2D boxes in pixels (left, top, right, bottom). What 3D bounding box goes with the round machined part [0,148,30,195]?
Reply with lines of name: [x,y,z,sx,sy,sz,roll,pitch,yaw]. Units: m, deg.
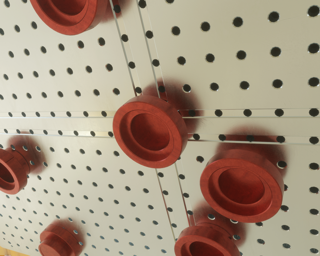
round machined part: [-0.298,0.079,0.608,0.098,0.042,0.097,13,124,21]

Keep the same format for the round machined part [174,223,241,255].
round machined part: [0.075,0.186,0.476,0.098,0.042,0.097,13,124,21]

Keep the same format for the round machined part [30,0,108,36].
round machined part: [-0.101,-0.160,0.355,0.098,0.042,0.097,13,124,21]

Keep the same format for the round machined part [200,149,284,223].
round machined part: [0.103,0.067,0.388,0.098,0.042,0.097,13,124,21]

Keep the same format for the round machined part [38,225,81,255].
round machined part: [-0.228,0.266,0.686,0.098,0.042,0.097,13,124,21]

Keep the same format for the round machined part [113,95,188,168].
round machined part: [-0.009,0.001,0.406,0.098,0.042,0.097,13,124,21]
